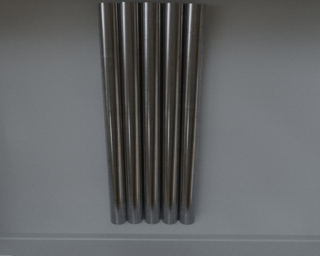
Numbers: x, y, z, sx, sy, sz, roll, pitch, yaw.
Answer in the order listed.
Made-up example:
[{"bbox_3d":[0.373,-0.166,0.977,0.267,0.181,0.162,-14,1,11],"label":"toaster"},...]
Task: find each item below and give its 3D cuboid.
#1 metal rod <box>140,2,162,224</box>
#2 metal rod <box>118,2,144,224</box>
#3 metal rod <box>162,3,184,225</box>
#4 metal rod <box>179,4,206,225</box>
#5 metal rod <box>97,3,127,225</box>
[{"bbox_3d":[-0.011,-0.005,0.408,0.025,0.025,0.298,0,110,0],"label":"metal rod"},{"bbox_3d":[-0.036,-0.005,0.408,0.025,0.025,0.298,0,110,0],"label":"metal rod"},{"bbox_3d":[0.015,-0.004,0.408,0.025,0.025,0.298,0,110,0],"label":"metal rod"},{"bbox_3d":[0.040,-0.004,0.409,0.025,0.025,0.298,0,110,0],"label":"metal rod"},{"bbox_3d":[-0.060,-0.004,0.408,0.025,0.025,0.298,0,110,0],"label":"metal rod"}]
